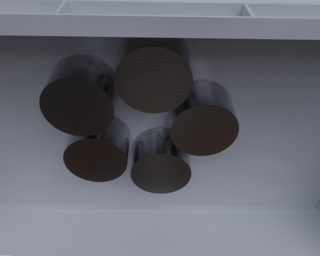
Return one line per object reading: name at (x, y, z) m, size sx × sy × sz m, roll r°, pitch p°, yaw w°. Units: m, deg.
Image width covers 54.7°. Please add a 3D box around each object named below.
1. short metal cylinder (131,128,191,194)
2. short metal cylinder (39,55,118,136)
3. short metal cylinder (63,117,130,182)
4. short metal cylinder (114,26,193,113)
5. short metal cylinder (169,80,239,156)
short metal cylinder at (0.001, 0.046, 0.429) m, size 0.081 × 0.050 × 0.079 m, roll 0°, pitch 130°, yaw 0°
short metal cylinder at (-0.090, -0.037, 0.358) m, size 0.081 × 0.050 × 0.079 m, roll 0°, pitch 130°, yaw 0°
short metal cylinder at (-0.082, 0.027, 0.412) m, size 0.081 × 0.050 × 0.079 m, roll 0°, pitch 130°, yaw 0°
short metal cylinder at (-0.006, -0.063, 0.336) m, size 0.081 × 0.050 × 0.079 m, roll 0°, pitch 130°, yaw 0°
short metal cylinder at (0.052, -0.011, 0.381) m, size 0.081 × 0.050 × 0.079 m, roll 0°, pitch 130°, yaw 0°
